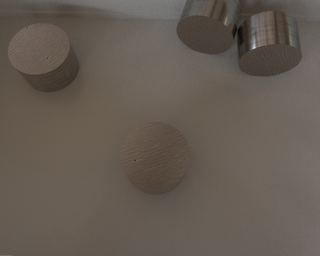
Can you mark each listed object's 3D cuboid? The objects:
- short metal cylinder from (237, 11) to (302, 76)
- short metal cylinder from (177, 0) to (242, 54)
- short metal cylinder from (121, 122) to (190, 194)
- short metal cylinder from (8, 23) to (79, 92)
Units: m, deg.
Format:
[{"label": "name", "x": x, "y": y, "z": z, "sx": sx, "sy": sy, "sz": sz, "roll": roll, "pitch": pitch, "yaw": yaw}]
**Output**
[{"label": "short metal cylinder", "x": 0.147, "y": -0.112, "z": 0.422, "sx": 0.080, "sy": 0.080, "sz": 0.050, "roll": 2, "pitch": 70, "yaw": 1}, {"label": "short metal cylinder", "x": 0.069, "y": -0.149, "z": 0.435, "sx": 0.080, "sy": 0.080, "sz": 0.050, "roll": 17, "pitch": 71, "yaw": 6}, {"label": "short metal cylinder", "x": -0.005, "y": 0.039, "z": 0.382, "sx": 0.081, "sy": 0.050, "sz": 0.080, "roll": 0, "pitch": 70, "yaw": 0}, {"label": "short metal cylinder", "x": -0.159, "y": -0.097, "z": 0.431, "sx": 0.081, "sy": 0.050, "sz": 0.080, "roll": 0, "pitch": 70, "yaw": 0}]
